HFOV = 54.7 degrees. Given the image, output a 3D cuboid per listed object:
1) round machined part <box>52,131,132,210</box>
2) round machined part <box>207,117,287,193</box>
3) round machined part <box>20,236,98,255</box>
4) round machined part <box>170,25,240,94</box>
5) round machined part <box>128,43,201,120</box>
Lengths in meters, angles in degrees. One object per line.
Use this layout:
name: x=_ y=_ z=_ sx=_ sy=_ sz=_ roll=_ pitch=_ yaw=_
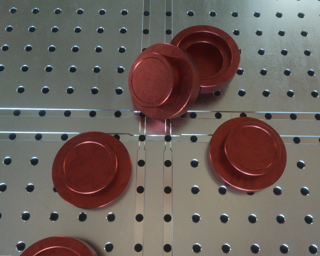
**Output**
round machined part: x=-0.085 y=0.050 z=0.383 sx=0.099 sy=0.042 sz=0.098 roll=0 pitch=70 yaw=-1
round machined part: x=0.112 y=0.030 z=0.393 sx=0.099 sy=0.042 sz=0.098 roll=0 pitch=70 yaw=-1
round machined part: x=-0.110 y=0.170 z=0.339 sx=0.099 sy=0.042 sz=0.098 roll=0 pitch=70 yaw=-1
round machined part: x=0.059 y=-0.092 z=0.437 sx=0.099 sy=0.042 sz=0.098 roll=0 pitch=70 yaw=0
round machined part: x=-0.001 y=-0.059 z=0.397 sx=0.098 sy=0.042 sz=0.097 roll=2 pitch=94 yaw=33
